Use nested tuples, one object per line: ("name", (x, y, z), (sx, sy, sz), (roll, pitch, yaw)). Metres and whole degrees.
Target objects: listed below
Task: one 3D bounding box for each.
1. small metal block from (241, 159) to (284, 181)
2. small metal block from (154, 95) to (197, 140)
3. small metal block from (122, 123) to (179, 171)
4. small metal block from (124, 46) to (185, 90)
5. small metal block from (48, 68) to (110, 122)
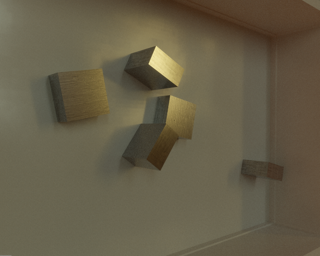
("small metal block", (0.178, 0.074, 0.540), (0.050, 0.050, 0.025), (18, 79, -39))
("small metal block", (0.020, -0.013, 0.423), (0.050, 0.025, 0.050), (15, 80, -39))
("small metal block", (-0.012, 0.022, 0.380), (0.025, 0.050, 0.050), (44, 64, -32))
("small metal block", (-0.007, -0.072, 0.384), (0.050, 0.050, 0.025), (32, 70, -36))
("small metal block", (-0.086, -0.036, 0.334), (0.050, 0.025, 0.050), (-15, 100, -39))
